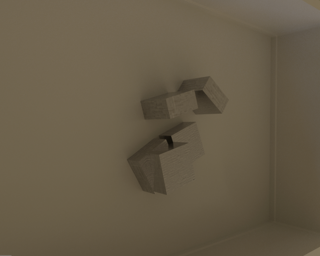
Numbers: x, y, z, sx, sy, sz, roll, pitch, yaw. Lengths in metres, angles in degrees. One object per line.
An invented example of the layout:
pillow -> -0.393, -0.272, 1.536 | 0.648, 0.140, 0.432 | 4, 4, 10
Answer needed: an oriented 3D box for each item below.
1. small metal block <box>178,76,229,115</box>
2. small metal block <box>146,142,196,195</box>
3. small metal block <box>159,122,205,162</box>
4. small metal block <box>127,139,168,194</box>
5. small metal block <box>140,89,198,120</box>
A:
small metal block -> 0.061, -0.045, 0.441 | 0.050, 0.050, 0.025 | 44, 64, -31
small metal block -> 0.014, 0.049, 0.386 | 0.050, 0.025, 0.050 | -18, 102, -38
small metal block -> 0.032, 0.024, 0.433 | 0.050, 0.025, 0.050 | -28, 108, -36
small metal block -> -0.007, 0.048, 0.400 | 0.050, 0.025, 0.050 | -38, 113, -33
small metal block -> 0.012, -0.030, 0.400 | 0.050, 0.050, 0.025 | -22, 104, -38
